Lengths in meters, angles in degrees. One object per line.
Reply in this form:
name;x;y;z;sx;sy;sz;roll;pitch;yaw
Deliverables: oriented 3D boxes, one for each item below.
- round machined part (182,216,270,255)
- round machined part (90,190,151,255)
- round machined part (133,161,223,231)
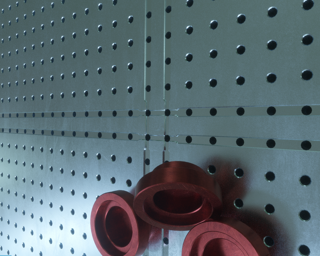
round machined part;0.075;0.145;0.335;0.098;0.042;0.097;0;90;40
round machined part;-0.051;0.137;0.438;0.098;0.042;0.097;0;90;39
round machined part;0.021;0.075;0.356;0.098;0.098;0.042;-37;30;33
